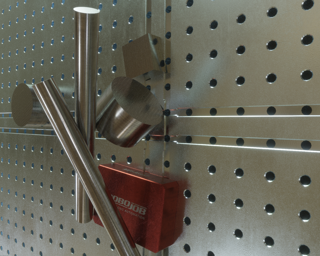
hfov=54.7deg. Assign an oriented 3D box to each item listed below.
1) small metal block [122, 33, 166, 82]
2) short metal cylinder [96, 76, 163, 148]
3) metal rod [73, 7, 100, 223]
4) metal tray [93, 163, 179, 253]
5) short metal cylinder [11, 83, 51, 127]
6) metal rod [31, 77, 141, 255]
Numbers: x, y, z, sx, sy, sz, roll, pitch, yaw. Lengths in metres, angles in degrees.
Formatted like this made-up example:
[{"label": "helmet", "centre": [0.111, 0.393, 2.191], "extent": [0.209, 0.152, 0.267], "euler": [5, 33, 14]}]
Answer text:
[{"label": "small metal block", "centre": [-0.023, -0.095, 0.426], "extent": [0.050, 0.025, 0.050], "euler": [-14, 81, 38]}, {"label": "short metal cylinder", "centre": [-0.043, -0.021, 0.407], "extent": [0.050, 0.081, 0.080], "euler": [-44, 64, 31]}, {"label": "metal rod", "centre": [-0.093, 0.008, 0.384], "extent": [0.025, 0.025, 0.298], "euler": [34, 130, 34]}, {"label": "metal tray", "centre": [-0.039, 0.106, 0.436], "extent": [0.130, 0.030, 0.089], "euler": [9, 96, 39]}, {"label": "short metal cylinder", "centre": [-0.237, -0.042, 0.585], "extent": [0.080, 0.050, 0.079], "euler": [0, 90, 39]}, {"label": "metal rod", "centre": [-0.074, 0.082, 0.380], "extent": [0.025, 0.025, 0.299], "euler": [-9, 111, 39]}]
